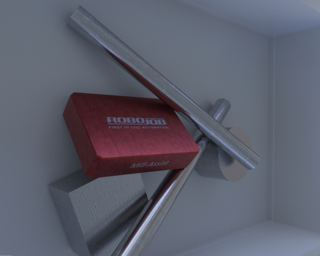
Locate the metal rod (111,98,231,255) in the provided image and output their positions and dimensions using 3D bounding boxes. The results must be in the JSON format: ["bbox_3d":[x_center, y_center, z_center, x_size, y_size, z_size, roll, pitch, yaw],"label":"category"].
[{"bbox_3d":[0.030,0.047,0.384,0.301,0.025,0.025,-50,121,-44],"label":"metal rod"}]

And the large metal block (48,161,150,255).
[{"bbox_3d":[-0.061,0.084,0.335,0.081,0.050,0.080,-25,106,-38],"label":"large metal block"}]

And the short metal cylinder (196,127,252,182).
[{"bbox_3d":[0.095,0.038,0.469,0.081,0.050,0.079,0,90,-40],"label":"short metal cylinder"}]

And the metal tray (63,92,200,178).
[{"bbox_3d":[-0.029,0.005,0.342,0.131,0.030,0.090,0,46,-39],"label":"metal tray"}]

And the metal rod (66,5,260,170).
[{"bbox_3d":[0.019,-0.037,0.384,0.301,0.025,0.025,37,67,-21],"label":"metal rod"}]
